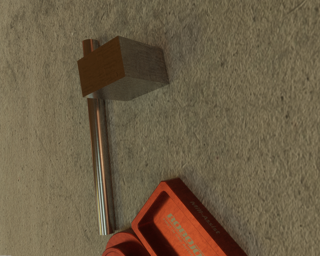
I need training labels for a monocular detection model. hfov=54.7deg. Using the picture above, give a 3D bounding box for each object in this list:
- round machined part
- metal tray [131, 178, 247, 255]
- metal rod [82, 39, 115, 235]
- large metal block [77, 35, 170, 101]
[{"bbox_3d":[-0.046,0.194,0.429,0.098,0.042,0.097,0,90,39],"label":"round machined part"},{"bbox_3d":[0.029,0.137,0.375,0.130,0.030,0.089,47,118,29],"label":"metal tray"},{"bbox_3d":[-0.096,0.011,0.481,0.025,0.025,0.298,-10,84,39],"label":"metal rod"},{"bbox_3d":[-0.048,-0.073,0.406,0.080,0.081,0.050,-17,79,38],"label":"large metal block"}]
